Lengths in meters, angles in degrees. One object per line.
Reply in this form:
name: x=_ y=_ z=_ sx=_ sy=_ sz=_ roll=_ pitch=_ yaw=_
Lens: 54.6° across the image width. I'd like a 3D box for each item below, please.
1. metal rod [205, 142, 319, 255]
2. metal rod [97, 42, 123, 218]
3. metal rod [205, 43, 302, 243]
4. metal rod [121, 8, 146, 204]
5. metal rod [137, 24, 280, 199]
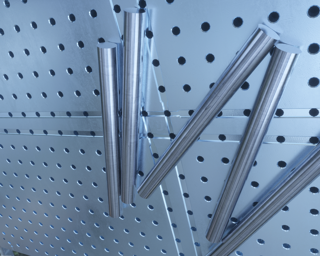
metal rod: x=0.135 y=0.112 z=0.409 sx=0.025 sy=0.025 sz=0.298 roll=33 pitch=129 yaw=7
metal rod: x=-0.071 y=0.023 z=0.463 sx=0.025 sy=0.025 sz=0.298 roll=16 pitch=125 yaw=19
metal rod: x=0.102 y=0.043 z=0.384 sx=0.025 sy=0.025 sz=0.298 roll=21 pitch=127 yaw=15
metal rod: x=-0.040 y=-0.008 z=0.428 sx=0.025 sy=0.025 sz=0.298 roll=18 pitch=126 yaw=18
metal rod: x=0.040 y=0.004 z=0.392 sx=0.025 sy=0.025 sz=0.298 roll=37 pitch=129 yaw=3
